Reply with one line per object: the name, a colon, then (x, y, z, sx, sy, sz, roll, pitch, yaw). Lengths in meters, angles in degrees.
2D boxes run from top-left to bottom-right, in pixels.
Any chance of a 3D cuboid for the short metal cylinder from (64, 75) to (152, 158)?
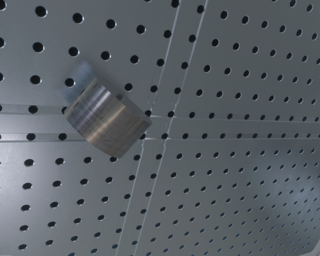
short metal cylinder: (-0.055, -0.012, 0.337, 0.050, 0.080, 0.080, -48, 129, 6)
